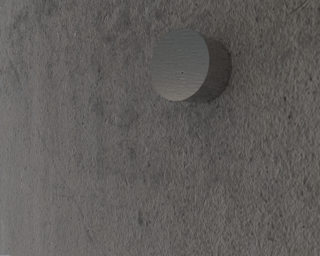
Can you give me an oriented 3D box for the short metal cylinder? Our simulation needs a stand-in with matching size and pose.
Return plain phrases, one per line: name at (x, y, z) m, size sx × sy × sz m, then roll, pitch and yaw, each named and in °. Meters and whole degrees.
short metal cylinder at (0.036, -0.070, 0.360) m, size 0.080 × 0.050 × 0.080 m, roll 0°, pitch 90°, yaw 40°
